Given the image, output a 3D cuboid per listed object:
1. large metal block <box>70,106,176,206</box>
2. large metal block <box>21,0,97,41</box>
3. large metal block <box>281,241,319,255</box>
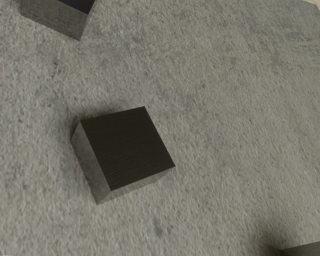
[{"bbox_3d":[-0.043,0.029,0.348,0.081,0.050,0.080,-16,70,-35],"label":"large metal block"},{"bbox_3d":[-0.132,-0.179,0.427,0.080,0.050,0.080,22,53,-16],"label":"large metal block"},{"bbox_3d":[0.187,0.184,0.359,0.050,0.080,0.080,29,52,-10],"label":"large metal block"}]
